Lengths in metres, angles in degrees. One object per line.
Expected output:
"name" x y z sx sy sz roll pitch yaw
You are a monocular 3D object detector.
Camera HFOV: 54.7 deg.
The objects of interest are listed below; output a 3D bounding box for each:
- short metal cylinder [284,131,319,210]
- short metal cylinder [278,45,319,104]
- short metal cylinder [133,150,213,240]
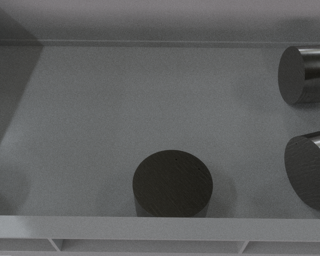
"short metal cylinder" 0.181 0.042 0.335 0.050 0.080 0.080 -12 51 -10
"short metal cylinder" 0.207 -0.075 0.433 0.050 0.080 0.080 -3 50 -3
"short metal cylinder" 0.013 0.070 0.330 0.080 0.050 0.080 0 50 0
